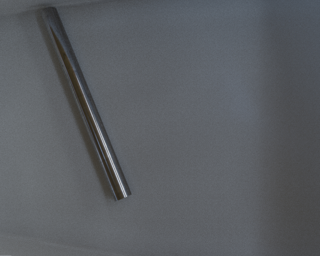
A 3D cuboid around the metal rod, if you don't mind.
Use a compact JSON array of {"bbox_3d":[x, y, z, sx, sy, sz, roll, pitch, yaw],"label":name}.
[{"bbox_3d":[-0.109,-0.039,0.447,0.025,0.025,0.299,-26,82,18],"label":"metal rod"}]
